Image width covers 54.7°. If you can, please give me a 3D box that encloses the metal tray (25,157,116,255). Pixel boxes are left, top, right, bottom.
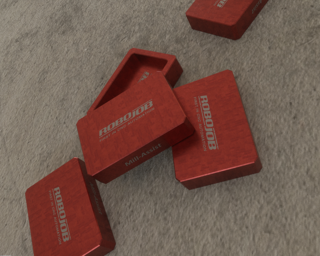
[{"bbox_3d":[-0.118,0.112,0.392,0.090,0.030,0.130,-34,52,5],"label":"metal tray"}]

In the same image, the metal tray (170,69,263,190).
[{"bbox_3d":[0.059,-0.001,0.370,0.090,0.030,0.130,-18,55,17],"label":"metal tray"}]

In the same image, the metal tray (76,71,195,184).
[{"bbox_3d":[-0.034,-0.002,0.379,0.130,0.030,0.090,-31,52,8],"label":"metal tray"}]

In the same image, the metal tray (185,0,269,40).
[{"bbox_3d":[0.111,-0.197,0.463,0.090,0.030,0.130,30,78,37],"label":"metal tray"}]

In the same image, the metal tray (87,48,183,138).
[{"bbox_3d":[-0.036,-0.052,0.450,0.090,0.030,0.130,20,72,35],"label":"metal tray"}]
